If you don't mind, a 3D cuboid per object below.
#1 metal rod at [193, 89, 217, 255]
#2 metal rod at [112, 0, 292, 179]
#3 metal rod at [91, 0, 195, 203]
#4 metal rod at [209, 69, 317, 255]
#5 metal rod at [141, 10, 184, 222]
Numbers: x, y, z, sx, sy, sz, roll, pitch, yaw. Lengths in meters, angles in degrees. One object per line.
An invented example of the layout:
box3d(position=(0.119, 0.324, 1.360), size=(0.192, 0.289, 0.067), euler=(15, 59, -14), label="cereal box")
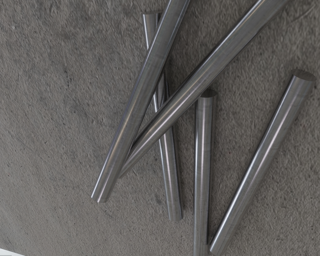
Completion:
box3d(position=(0.059, 0.088, 0.430), size=(0.025, 0.025, 0.298), euler=(11, 123, 22), label="metal rod")
box3d(position=(0.027, -0.035, 0.346), size=(0.025, 0.025, 0.299), euler=(42, 121, -1), label="metal rod")
box3d(position=(-0.022, -0.034, 0.350), size=(0.025, 0.025, 0.298), euler=(29, 114, 10), label="metal rod")
box3d(position=(0.113, 0.067, 0.387), size=(0.025, 0.025, 0.298), euler=(23, 127, 14), label="metal rod")
box3d(position=(0.008, 0.005, 0.405), size=(0.025, 0.025, 0.298), euler=(7, 122, 24), label="metal rod")
